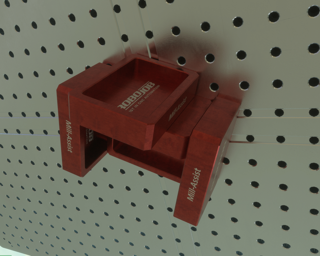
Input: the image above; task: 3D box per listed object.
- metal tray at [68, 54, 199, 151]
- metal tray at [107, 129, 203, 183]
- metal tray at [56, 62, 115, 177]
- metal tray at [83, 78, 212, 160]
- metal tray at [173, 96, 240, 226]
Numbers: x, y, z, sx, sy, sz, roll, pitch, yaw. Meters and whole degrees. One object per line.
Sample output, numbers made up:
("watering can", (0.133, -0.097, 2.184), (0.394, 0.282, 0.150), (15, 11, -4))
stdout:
("metal tray", (-0.022, -0.036, 0.332), (0.090, 0.131, 0.030), (20, 127, 16))
("metal tray", (-0.008, 0.016, 0.422), (0.130, 0.030, 0.089), (20, 126, 16))
("metal tray", (-0.091, -0.011, 0.411), (0.030, 0.090, 0.129), (20, 126, 16))
("metal tray", (-0.014, -0.020, 0.364), (0.130, 0.090, 0.030), (20, 126, 16))
("metal tray", (0.055, 0.039, 0.364), (0.030, 0.090, 0.129), (20, 126, 17))
